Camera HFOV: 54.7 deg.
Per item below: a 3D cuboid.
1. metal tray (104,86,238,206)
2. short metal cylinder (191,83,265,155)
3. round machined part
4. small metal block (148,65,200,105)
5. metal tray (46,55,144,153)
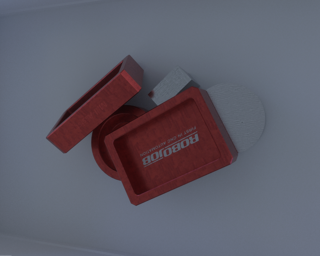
[{"bbox_3d":[0.009,0.022,0.352,0.130,0.030,0.090,-28,80,22],"label":"metal tray"},{"bbox_3d":[0.082,-0.010,0.366,0.080,0.050,0.079,0,90,19],"label":"short metal cylinder"},{"bbox_3d":[-0.038,0.019,0.413,0.098,0.042,0.097,0,90,19],"label":"round machined part"},{"bbox_3d":[0.019,-0.048,0.388,0.050,0.050,0.025,-44,77,13],"label":"small metal block"},{"bbox_3d":[-0.080,-0.033,0.400,0.130,0.090,0.030,-38,110,15],"label":"metal tray"}]
